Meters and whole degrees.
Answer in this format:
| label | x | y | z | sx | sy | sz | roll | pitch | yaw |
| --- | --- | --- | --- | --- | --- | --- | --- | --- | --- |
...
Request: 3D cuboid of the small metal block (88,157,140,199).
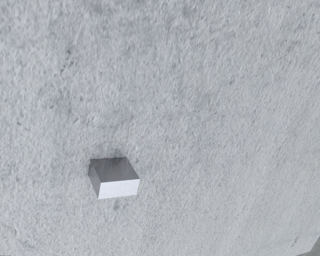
| label | x | y | z | sx | sy | sz | roll | pitch | yaw |
| --- | --- | --- | --- | --- | --- | --- | --- | --- | --- |
| small metal block | -0.060 | 0.063 | 0.398 | 0.050 | 0.050 | 0.025 | -1 | 119 | -29 |
